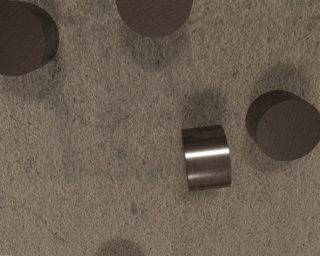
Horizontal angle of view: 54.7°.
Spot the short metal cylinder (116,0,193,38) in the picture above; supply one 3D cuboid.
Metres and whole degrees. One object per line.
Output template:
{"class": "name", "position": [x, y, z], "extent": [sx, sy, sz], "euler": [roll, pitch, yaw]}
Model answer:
{"class": "short metal cylinder", "position": [-0.006, -0.143, 0.344], "extent": [0.081, 0.050, 0.079], "euler": [0, 110, -1]}

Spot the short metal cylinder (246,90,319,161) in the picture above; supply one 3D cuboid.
{"class": "short metal cylinder", "position": [0.157, -0.004, 0.397], "extent": [0.081, 0.050, 0.079], "euler": [0, 110, -1]}

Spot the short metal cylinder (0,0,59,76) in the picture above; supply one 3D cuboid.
{"class": "short metal cylinder", "position": [-0.164, -0.104, 0.356], "extent": [0.081, 0.050, 0.079], "euler": [0, 110, -1]}

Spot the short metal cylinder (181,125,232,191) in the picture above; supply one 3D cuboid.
{"class": "short metal cylinder", "position": [0.057, 0.038, 0.395], "extent": [0.050, 0.080, 0.079], "euler": [-7, 110, 2]}
